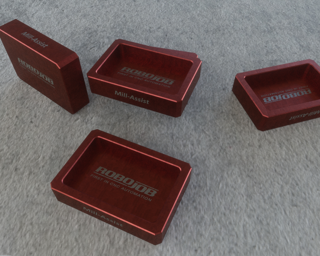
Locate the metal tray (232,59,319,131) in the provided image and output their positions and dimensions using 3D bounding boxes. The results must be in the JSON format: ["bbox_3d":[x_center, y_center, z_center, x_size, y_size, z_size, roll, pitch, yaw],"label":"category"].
[{"bbox_3d":[0.183,-0.050,0.444,0.131,0.030,0.090,-13,51,-11],"label":"metal tray"}]

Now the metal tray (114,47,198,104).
[{"bbox_3d":[-0.014,-0.085,0.471,0.131,0.030,0.090,11,51,8],"label":"metal tray"}]

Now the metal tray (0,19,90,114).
[{"bbox_3d":[-0.160,-0.085,0.429,0.130,0.089,0.030,31,57,23],"label":"metal tray"}]

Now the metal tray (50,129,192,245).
[{"bbox_3d":[-0.041,0.061,0.348,0.130,0.030,0.090,19,52,15],"label":"metal tray"}]

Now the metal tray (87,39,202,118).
[{"bbox_3d":[-0.019,-0.071,0.419,0.130,0.030,0.090,17,52,13],"label":"metal tray"}]
